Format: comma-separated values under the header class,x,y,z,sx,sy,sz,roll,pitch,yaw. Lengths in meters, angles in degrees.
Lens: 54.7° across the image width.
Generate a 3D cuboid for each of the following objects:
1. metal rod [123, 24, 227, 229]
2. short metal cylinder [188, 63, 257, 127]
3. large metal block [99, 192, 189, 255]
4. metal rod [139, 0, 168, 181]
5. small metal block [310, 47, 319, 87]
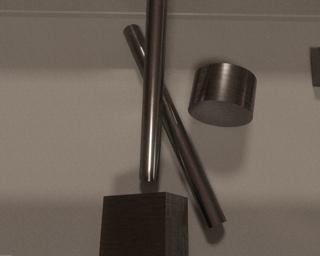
class,x,y,z,sx,sy,sz,roll,pitch,yaw
metal rod,0.012,-0.015,0.415,0.025,0.025,0.299,-20,71,-8
short metal cylinder,0.080,-0.039,0.396,0.080,0.080,0.050,11,71,3
large metal block,-0.017,0.115,0.336,0.080,0.050,0.080,-11,67,29
metal rod,-0.006,-0.085,0.374,0.025,0.025,0.298,3,95,1
small metal block,0.248,-0.085,0.444,0.050,0.025,0.050,5,70,1
